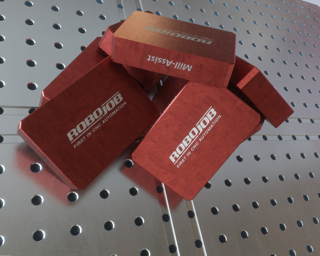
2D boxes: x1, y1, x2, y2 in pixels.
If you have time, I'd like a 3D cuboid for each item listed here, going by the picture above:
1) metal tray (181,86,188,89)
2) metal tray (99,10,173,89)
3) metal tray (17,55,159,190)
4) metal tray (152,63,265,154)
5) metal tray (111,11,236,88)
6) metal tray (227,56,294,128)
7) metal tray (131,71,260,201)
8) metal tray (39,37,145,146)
[{"bbox_3d":[0.082,-0.073,0.465,0.131,0.030,0.090,23,50,-39],"label":"metal tray"},{"bbox_3d":[-0.015,-0.117,0.443,0.090,0.030,0.131,41,37,-2],"label":"metal tray"},{"bbox_3d":[-0.073,-0.008,0.341,0.131,0.030,0.090,-45,104,-28],"label":"metal tray"},{"bbox_3d":[0.063,-0.028,0.417,0.130,0.090,0.030,38,52,-2],"label":"metal tray"},{"bbox_3d":[0.019,-0.095,0.360,0.131,0.030,0.090,14,39,4],"label":"metal tray"},{"bbox_3d":[0.113,-0.062,0.422,0.090,0.030,0.130,39,12,-29],"label":"metal tray"},{"bbox_3d":[0.040,0.008,0.364,0.090,0.130,0.030,38,9,-4],"label":"metal tray"},{"bbox_3d":[-0.075,-0.050,0.394,0.090,0.030,0.130,34,51,-6],"label":"metal tray"}]
